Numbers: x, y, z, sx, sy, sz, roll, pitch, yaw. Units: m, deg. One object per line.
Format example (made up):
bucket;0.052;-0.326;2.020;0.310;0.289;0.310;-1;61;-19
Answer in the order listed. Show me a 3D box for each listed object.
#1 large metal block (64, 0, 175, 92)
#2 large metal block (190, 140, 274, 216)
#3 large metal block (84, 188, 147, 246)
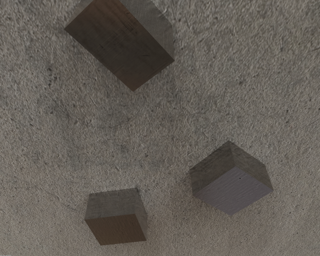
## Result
large metal block;-0.032;-0.095;0.290;0.050;0.080;0.080;-33;123;25
large metal block;0.103;0.076;0.456;0.080;0.050;0.080;32;123;-25
large metal block;-0.069;0.149;0.517;0.080;0.050;0.080;-9;130;7
